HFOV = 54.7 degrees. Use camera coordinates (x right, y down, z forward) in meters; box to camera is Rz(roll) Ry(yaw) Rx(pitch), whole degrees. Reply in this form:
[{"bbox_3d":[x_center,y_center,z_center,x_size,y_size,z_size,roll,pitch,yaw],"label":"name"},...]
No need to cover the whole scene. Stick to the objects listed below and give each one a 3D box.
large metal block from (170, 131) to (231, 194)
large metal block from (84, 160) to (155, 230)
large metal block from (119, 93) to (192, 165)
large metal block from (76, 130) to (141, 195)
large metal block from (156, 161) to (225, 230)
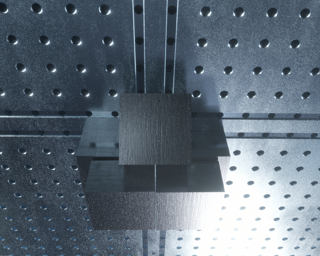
[{"bbox_3d":[0.050,0.051,0.439,0.081,0.050,0.079,-1,130,0],"label":"large metal block"},{"bbox_3d":[-0.047,0.087,0.400,0.081,0.050,0.079,0,130,-1],"label":"large metal block"},{"bbox_3d":[-0.005,0.002,0.370,0.081,0.050,0.080,0,88,-1],"label":"large metal block"},{"bbox_3d":[-0.068,0.050,0.438,0.081,0.050,0.079,1,130,-2],"label":"large metal block"},{"bbox_3d":[0.035,0.089,0.403,0.081,0.050,0.079,0,130,-1],"label":"large metal block"}]
